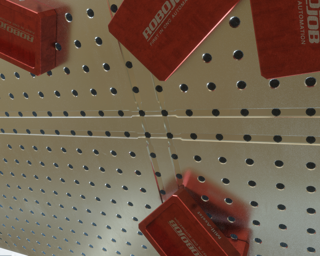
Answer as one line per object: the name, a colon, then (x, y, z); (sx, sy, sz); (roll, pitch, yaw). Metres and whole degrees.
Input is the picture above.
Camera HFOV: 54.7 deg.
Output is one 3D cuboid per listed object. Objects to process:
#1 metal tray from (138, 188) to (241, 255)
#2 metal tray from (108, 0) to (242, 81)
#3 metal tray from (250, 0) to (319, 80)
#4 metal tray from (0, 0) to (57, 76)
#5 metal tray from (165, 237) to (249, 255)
metal tray: (0.041, 0.166, 0.455); (0.130, 0.030, 0.090); (49, 115, 10)
metal tray: (0.014, -0.123, 0.324); (0.090, 0.030, 0.129); (44, 129, -3)
metal tray: (0.126, -0.113, 0.265); (0.090, 0.030, 0.129); (-6, 116, 23)
metal tray: (-0.207, -0.139, 0.428); (0.130, 0.030, 0.089); (25, 127, 12)
metal tray: (0.074, 0.210, 0.497); (0.130, 0.030, 0.089); (6, 121, 25)
